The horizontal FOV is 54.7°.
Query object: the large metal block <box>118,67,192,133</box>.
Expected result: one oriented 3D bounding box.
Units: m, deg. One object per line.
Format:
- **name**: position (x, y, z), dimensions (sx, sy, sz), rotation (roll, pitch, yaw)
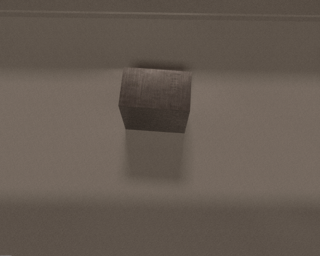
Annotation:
- **large metal block**: position (-0.005, -0.032, 0.392), dimensions (0.081, 0.080, 0.050), rotation (4, 70, 1)
